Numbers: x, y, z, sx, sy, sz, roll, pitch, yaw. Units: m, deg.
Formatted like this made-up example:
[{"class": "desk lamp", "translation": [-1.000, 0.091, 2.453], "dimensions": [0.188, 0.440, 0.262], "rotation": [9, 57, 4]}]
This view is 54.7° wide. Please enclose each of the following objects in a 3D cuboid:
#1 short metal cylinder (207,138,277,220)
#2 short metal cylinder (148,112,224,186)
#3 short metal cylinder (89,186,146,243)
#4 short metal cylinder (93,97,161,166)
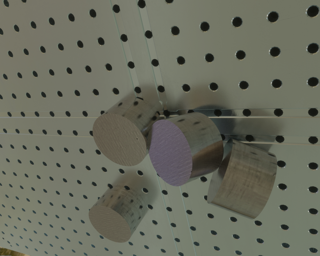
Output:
[{"class": "short metal cylinder", "translation": [0.093, 0.058, 0.358], "dimensions": [0.050, 0.080, 0.079], "rotation": [20, 127, 3]}, {"class": "short metal cylinder", "translation": [0.029, 0.024, 0.374], "dimensions": [0.080, 0.050, 0.079], "rotation": [22, 119, 47]}, {"class": "short metal cylinder", "translation": [-0.072, 0.145, 0.523], "dimensions": [0.080, 0.050, 0.079], "rotation": [13, 124, 21]}, {"class": "short metal cylinder", "translation": [-0.043, 0.005, 0.421], "dimensions": [0.080, 0.050, 0.079], "rotation": [13, 124, 21]}]
